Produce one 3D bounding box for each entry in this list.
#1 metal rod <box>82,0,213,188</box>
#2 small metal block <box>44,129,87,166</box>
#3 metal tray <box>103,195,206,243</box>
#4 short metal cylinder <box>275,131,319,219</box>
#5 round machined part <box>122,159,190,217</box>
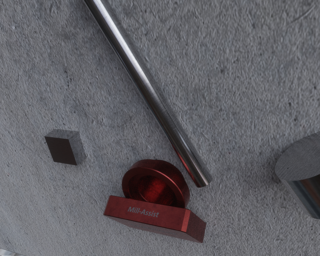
[{"bbox_3d":[-0.016,-0.051,0.383,0.025,0.025,0.299,-21,108,36],"label":"metal rod"},{"bbox_3d":[-0.154,0.031,0.507,0.050,0.025,0.050,5,121,25],"label":"small metal block"},{"bbox_3d":[-0.006,0.136,0.462,0.130,0.030,0.090,3,154,26],"label":"metal tray"},{"bbox_3d":[0.166,0.045,0.312,0.080,0.080,0.050,-31,102,38],"label":"short metal cylinder"},{"bbox_3d":[-0.002,0.085,0.450,0.098,0.042,0.097,13,124,21],"label":"round machined part"}]
